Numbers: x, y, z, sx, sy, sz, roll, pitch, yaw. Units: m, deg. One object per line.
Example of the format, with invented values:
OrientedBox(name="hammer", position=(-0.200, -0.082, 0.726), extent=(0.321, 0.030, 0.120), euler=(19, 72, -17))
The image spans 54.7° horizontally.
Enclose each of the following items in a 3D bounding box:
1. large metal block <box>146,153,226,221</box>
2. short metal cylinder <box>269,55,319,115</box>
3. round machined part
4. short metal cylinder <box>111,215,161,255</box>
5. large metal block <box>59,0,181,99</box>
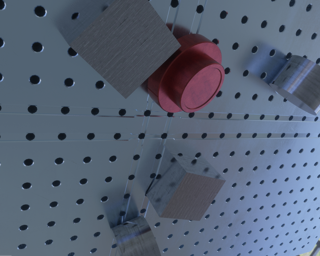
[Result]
OrientedBox(name="large metal block", position=(0.039, 0.091, 0.473), extent=(0.081, 0.050, 0.080), euler=(17, 109, -35))
OrientedBox(name="short metal cylinder", position=(0.209, -0.062, 0.451), extent=(0.080, 0.080, 0.050), euler=(28, 103, -38))
OrientedBox(name="round machined part", position=(0.037, -0.057, 0.367), extent=(0.099, 0.042, 0.097), euler=(-29, 145, -23))
OrientedBox(name="short metal cylinder", position=(-0.036, 0.179, 0.467), extent=(0.050, 0.080, 0.079), euler=(-19, 126, -17))
OrientedBox(name="large metal block", position=(-0.040, -0.091, 0.317), extent=(0.080, 0.050, 0.080), euler=(-44, 129, 2))
